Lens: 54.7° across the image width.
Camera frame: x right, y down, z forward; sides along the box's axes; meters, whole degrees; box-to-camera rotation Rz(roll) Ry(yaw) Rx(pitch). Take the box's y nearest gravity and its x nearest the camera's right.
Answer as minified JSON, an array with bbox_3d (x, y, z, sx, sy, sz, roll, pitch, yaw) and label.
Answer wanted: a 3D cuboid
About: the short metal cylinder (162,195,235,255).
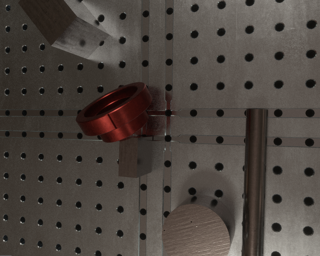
[{"bbox_3d":[0.049,0.128,0.382,0.080,0.050,0.079,0,90,19],"label":"short metal cylinder"}]

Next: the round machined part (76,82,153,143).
[{"bbox_3d":[-0.054,-0.017,0.399,0.098,0.098,0.042,-19,114,18],"label":"round machined part"}]

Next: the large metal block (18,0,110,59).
[{"bbox_3d":[-0.129,-0.149,0.428,0.050,0.080,0.080,-42,77,15],"label":"large metal block"}]

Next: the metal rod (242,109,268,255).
[{"bbox_3d":[0.112,0.127,0.372,0.025,0.025,0.298,2,91,19],"label":"metal rod"}]

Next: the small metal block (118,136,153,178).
[{"bbox_3d":[-0.031,0.036,0.409,0.025,0.050,0.050,2,91,19],"label":"small metal block"}]
